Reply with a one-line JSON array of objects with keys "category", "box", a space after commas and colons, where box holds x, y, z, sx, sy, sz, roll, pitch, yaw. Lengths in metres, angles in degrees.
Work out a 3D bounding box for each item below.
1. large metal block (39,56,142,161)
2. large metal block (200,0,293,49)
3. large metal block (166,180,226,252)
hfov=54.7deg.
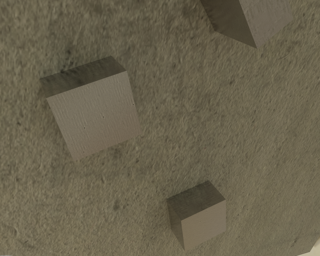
[{"category": "large metal block", "box": [-0.073, -0.022, 0.338, 0.081, 0.050, 0.080, -22, 127, -15]}, {"category": "large metal block", "box": [0.085, -0.142, 0.332, 0.050, 0.080, 0.080, -40, 130, -1]}, {"category": "large metal block", "box": [0.062, 0.146, 0.517, 0.081, 0.050, 0.079, -20, 127, -17]}]
